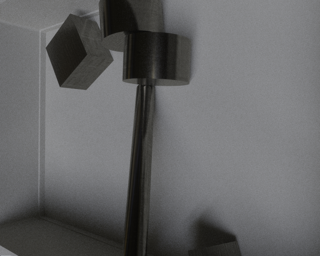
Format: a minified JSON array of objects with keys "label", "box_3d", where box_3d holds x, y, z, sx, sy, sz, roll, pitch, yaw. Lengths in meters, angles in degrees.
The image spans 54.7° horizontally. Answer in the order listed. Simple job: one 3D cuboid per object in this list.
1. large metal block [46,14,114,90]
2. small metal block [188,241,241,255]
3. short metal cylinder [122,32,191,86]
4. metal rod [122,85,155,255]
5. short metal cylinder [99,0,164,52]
[{"label":"large metal block","box_3d":[-0.130,-0.118,0.495,0.080,0.050,0.080,-38,67,33]},{"label":"small metal block","box_3d":[0.062,0.152,0.330,0.025,0.050,0.050,-41,54,52]},{"label":"short metal cylinder","box_3d":[-0.004,-0.080,0.372,0.080,0.081,0.050,4,93,39]},{"label":"metal rod","box_3d":[-0.023,0.072,0.342,0.025,0.025,0.300,-27,47,36]},{"label":"short metal cylinder","box_3d":[-0.036,-0.135,0.399,0.080,0.081,0.050,-8,85,39]}]
